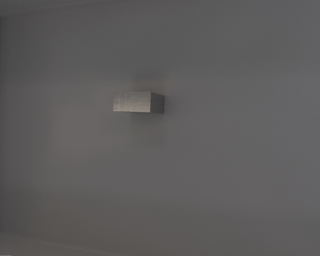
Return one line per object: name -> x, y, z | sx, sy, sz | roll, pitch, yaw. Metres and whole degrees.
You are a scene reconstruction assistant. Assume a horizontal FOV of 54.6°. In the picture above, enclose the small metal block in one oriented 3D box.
small metal block -> -0.026, -0.033, 0.407 | 0.050, 0.050, 0.025 | 3, 91, 20
